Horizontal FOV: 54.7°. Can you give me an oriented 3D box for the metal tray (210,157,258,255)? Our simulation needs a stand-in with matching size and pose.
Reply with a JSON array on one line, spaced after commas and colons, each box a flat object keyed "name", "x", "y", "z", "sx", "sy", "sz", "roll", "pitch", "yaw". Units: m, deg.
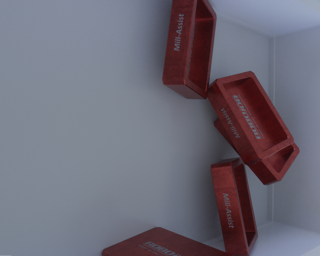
[{"name": "metal tray", "x": 0.114, "y": 0.113, "z": 0.465, "sx": 0.090, "sy": 0.030, "sz": 0.129, "roll": 0, "pitch": 79, "yaw": -64}]

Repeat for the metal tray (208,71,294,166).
[{"name": "metal tray", "x": 0.134, "y": -0.018, "z": 0.464, "sx": 0.091, "sy": 0.030, "sz": 0.130, "roll": -18, "pitch": 75, "yaw": -36}]

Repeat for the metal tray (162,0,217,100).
[{"name": "metal tray", "x": 0.043, "y": -0.111, "z": 0.419, "sx": 0.090, "sy": 0.030, "sz": 0.129, "roll": 18, "pitch": 78, "yaw": -62}]

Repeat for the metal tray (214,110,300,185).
[{"name": "metal tray", "x": 0.158, "y": 0.015, "z": 0.499, "sx": 0.130, "sy": 0.030, "sz": 0.091, "roll": 50, "pitch": 52, "yaw": 2}]

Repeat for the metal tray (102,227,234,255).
[{"name": "metal tray", "x": 0.007, "y": 0.154, "z": 0.346, "sx": 0.091, "sy": 0.130, "sz": 0.030, "roll": -9, "pitch": 96, "yaw": -40}]
